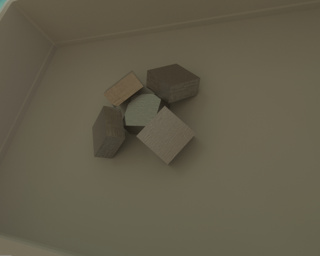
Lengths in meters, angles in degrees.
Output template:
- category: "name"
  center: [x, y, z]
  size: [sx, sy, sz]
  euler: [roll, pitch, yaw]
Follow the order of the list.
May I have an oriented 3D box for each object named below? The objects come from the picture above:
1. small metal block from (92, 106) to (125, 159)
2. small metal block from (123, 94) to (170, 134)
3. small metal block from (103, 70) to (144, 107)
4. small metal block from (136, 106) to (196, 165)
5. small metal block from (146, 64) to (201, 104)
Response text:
- category: "small metal block"
  center: [-0.071, 0.006, 0.422]
  size: [0.050, 0.025, 0.050]
  euler: [-53, 39, 42]
- category: "small metal block"
  center: [-0.019, -0.019, 0.424]
  size: [0.050, 0.025, 0.050]
  euler: [2, 62, 29]
- category: "small metal block"
  center: [-0.052, -0.058, 0.450]
  size: [0.050, 0.025, 0.050]
  euler: [-37, 14, 4]
- category: "small metal block"
  center: [0.007, 0.010, 0.379]
  size: [0.050, 0.025, 0.050]
  euler: [42, 84, 4]
- category: "small metal block"
  center: [0.017, -0.061, 0.416]
  size: [0.050, 0.025, 0.050]
  euler: [-20, 43, -32]
